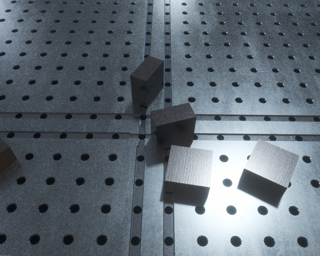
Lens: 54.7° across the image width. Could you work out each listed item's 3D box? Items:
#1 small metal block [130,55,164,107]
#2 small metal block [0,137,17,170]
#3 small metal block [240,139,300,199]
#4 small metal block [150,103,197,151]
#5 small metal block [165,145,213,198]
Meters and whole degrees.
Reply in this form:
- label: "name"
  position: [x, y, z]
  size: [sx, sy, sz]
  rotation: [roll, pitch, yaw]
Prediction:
- label: "small metal block"
  position: [-0.017, -0.067, 0.448]
  size: [0.025, 0.050, 0.050]
  rotation: [23, 54, 18]
- label: "small metal block"
  position: [-0.215, 0.032, 0.378]
  size: [0.050, 0.025, 0.050]
  rotation: [35, 58, 25]
- label: "small metal block"
  position: [0.131, 0.047, 0.370]
  size: [0.050, 0.025, 0.050]
  rotation: [25, 54, 19]
- label: "small metal block"
  position: [0.016, -0.001, 0.393]
  size: [0.050, 0.050, 0.025]
  rotation: [-14, 52, -12]
- label: "small metal block"
  position: [0.034, 0.051, 0.366]
  size: [0.050, 0.025, 0.050]
  rotation: [8, 50, 6]
